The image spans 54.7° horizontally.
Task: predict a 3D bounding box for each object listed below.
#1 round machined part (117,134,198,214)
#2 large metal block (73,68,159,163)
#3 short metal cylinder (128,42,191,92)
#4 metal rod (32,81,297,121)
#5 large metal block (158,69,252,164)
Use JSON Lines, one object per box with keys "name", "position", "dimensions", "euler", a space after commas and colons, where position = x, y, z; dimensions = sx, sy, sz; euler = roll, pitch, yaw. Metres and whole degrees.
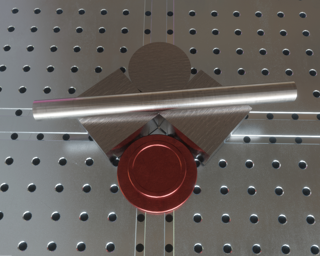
{"name": "round machined part", "position": [-0.003, 0.053, 0.379], "dimensions": [0.099, 0.042, 0.098], "euler": [0, 70, 0]}
{"name": "large metal block", "position": [-0.058, -0.015, 0.399], "dimensions": [0.080, 0.050, 0.080], "euler": [-38, 76, -13]}
{"name": "short metal cylinder", "position": [0.000, -0.068, 0.419], "dimensions": [0.081, 0.050, 0.080], "euler": [0, 70, 0]}
{"name": "metal rod", "position": [0.007, -0.032, 0.364], "dimensions": [0.302, 0.025, 0.025], "euler": [-5, 70, -1]}
{"name": "large metal block", "position": [0.055, -0.013, 0.397], "dimensions": [0.080, 0.050, 0.080], "euler": [40, 76, 13]}
